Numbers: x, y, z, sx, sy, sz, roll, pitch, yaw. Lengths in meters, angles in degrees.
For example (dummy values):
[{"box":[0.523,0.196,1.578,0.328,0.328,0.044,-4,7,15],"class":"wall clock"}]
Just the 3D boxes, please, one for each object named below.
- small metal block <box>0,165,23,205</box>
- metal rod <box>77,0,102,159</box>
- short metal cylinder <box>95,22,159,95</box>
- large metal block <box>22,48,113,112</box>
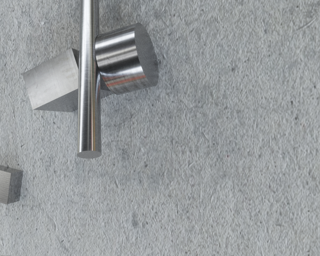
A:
[{"box":[-0.252,0.090,0.498,0.050,0.025,0.050,9,93,19],"class":"small metal block"},{"box":[-0.088,-0.107,0.385,0.025,0.025,0.299,-15,64,19],"class":"metal rod"},{"box":[-0.039,-0.086,0.392,0.050,0.080,0.080,-12,86,16],"class":"short metal cylinder"},{"box":[-0.121,-0.060,0.422,0.080,0.080,0.050,-21,83,19],"class":"large metal block"}]
